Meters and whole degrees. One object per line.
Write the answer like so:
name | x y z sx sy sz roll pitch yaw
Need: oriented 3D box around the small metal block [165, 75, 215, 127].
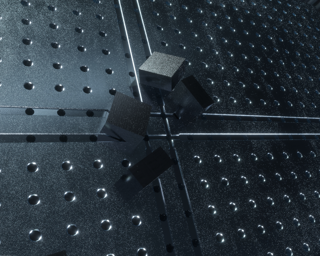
small metal block | 0.041 -0.038 0.439 0.025 0.050 0.050 -31 79 -38

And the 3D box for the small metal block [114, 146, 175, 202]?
small metal block | -0.018 0.053 0.351 0.050 0.050 0.025 -34 81 -38

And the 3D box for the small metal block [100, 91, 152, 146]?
small metal block | -0.042 -0.012 0.394 0.050 0.025 0.050 23 53 -15

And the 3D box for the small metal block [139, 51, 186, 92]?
small metal block | 0.004 -0.083 0.449 0.050 0.025 0.050 18 48 18

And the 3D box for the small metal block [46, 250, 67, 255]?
small metal block | -0.106 0.126 0.258 0.050 0.050 0.025 -7 65 -32
